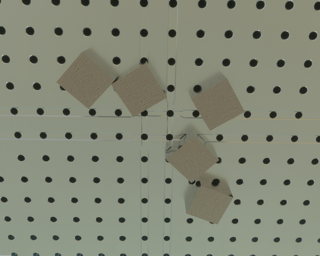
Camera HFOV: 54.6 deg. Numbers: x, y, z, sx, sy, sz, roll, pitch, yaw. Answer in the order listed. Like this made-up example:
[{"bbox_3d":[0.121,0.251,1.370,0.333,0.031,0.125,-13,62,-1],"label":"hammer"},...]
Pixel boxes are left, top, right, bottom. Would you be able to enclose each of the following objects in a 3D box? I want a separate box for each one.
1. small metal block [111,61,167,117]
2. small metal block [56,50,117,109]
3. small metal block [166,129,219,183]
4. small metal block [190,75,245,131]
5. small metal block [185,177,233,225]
[{"bbox_3d":[-0.026,-0.050,0.395,0.050,0.025,0.050,-30,108,10],"label":"small metal block"},{"bbox_3d":[-0.091,-0.061,0.390,0.050,0.025,0.050,42,105,-14],"label":"small metal block"},{"bbox_3d":[0.044,0.039,0.428,0.050,0.025,0.050,-43,105,14],"label":"small metal block"},{"bbox_3d":[0.073,-0.033,0.402,0.050,0.025,0.050,-29,108,10],"label":"small metal block"},{"bbox_3d":[0.071,0.106,0.453,0.050,0.025,0.050,21,109,-8],"label":"small metal block"}]
